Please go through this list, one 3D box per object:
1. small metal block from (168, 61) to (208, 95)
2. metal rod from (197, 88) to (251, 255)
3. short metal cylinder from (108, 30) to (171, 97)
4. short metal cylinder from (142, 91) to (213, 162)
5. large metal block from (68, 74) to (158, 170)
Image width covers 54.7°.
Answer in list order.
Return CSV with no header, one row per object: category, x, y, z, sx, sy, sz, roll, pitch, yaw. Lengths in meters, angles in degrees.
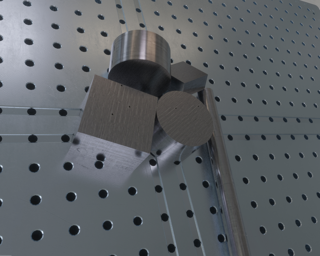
small metal block,0.033,-0.072,0.457,0.050,0.025,0.050,-25,48,-37
metal rod,0.086,0.076,0.408,0.025,0.025,0.299,7,59,-25
short metal cylinder,-0.026,-0.081,0.409,0.081,0.080,0.050,13,57,-21
short metal cylinder,0.022,-0.002,0.405,0.081,0.050,0.080,14,56,-21
large metal block,-0.053,-0.005,0.367,0.081,0.050,0.080,19,54,-17
